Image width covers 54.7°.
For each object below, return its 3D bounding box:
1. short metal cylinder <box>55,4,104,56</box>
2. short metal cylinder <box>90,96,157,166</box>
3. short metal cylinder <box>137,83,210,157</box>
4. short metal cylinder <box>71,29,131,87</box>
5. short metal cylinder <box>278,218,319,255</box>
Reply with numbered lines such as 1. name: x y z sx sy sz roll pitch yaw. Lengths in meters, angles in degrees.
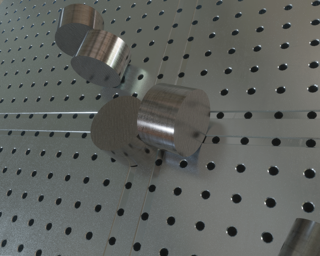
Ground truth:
1. short metal cylinder: -0.141 -0.170 0.549 0.080 0.080 0.050 -16 56 19
2. short metal cylinder: -0.044 0.004 0.411 0.080 0.050 0.080 -13 56 20
3. short metal cylinder: 0.018 -0.011 0.369 0.050 0.080 0.080 15 70 34
4. short metal cylinder: -0.091 -0.107 0.484 0.080 0.080 0.050 5 64 30
5. short metal cylinder: 0.132 0.112 0.235 0.080 0.080 0.050 23 74 36
